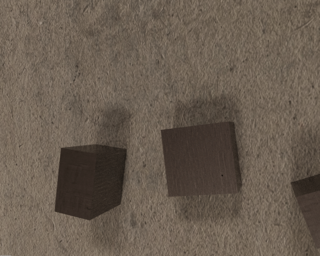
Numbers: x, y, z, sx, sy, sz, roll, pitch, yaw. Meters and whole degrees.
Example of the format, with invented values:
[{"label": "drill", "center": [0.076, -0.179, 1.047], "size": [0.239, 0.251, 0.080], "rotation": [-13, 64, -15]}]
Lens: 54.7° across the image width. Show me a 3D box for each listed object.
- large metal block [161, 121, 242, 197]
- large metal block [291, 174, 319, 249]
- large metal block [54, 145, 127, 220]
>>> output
[{"label": "large metal block", "center": [0.052, 0.037, 0.377], "size": [0.080, 0.050, 0.080], "rotation": [-7, 88, 19]}, {"label": "large metal block", "center": [0.186, 0.074, 0.315], "size": [0.080, 0.080, 0.050], "rotation": [-22, 83, 18]}, {"label": "large metal block", "center": [-0.089, 0.066, 0.410], "size": [0.050, 0.080, 0.079], "rotation": [7, 93, 19]}]
